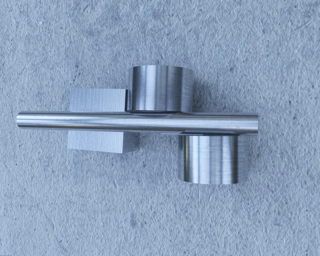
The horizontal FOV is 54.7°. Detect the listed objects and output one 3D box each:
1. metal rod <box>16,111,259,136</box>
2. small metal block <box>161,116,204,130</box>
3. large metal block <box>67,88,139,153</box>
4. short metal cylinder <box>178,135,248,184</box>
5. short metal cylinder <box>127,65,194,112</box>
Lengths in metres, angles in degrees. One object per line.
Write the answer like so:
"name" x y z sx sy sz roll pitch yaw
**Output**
"metal rod" -0.041 -0.007 0.369 0.301 0.025 0.025 1 91 18
"small metal block" 0.034 -0.005 0.383 0.050 0.050 0.025 1 91 19
"large metal block" -0.074 -0.011 0.418 0.080 0.050 0.079 3 91 19
"short metal cylinder" 0.061 0.033 0.359 0.080 0.080 0.050 0 90 19
"short metal cylinder" 0.001 -0.045 0.381 0.080 0.080 0.050 2 91 19
